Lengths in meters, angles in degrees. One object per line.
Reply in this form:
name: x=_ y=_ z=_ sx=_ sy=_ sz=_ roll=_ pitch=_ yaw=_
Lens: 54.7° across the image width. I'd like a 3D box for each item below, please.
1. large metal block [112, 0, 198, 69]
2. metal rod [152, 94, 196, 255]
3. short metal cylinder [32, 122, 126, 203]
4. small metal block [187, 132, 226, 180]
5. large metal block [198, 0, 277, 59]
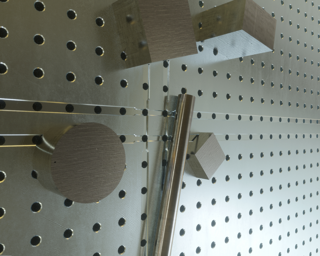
large metal block: x=-0.005 y=-0.124 z=0.391 sx=0.081 sy=0.050 sz=0.079 roll=-21 pitch=104 yaw=-38
metal rod: x=0.014 y=0.100 z=0.423 sx=0.025 sy=0.025 sz=0.299 roll=16 pitch=80 yaw=-39
short metal cylinder: x=-0.084 y=0.034 z=0.324 sx=0.081 sy=0.050 sz=0.079 roll=0 pitch=90 yaw=-40
small metal block: x=0.068 y=0.042 z=0.469 sx=0.050 sy=0.025 sz=0.050 roll=-46 pitch=118 yaw=-31
large metal block: x=0.119 y=-0.149 z=0.475 sx=0.081 sy=0.080 sz=0.050 roll=15 pitch=81 yaw=-39
